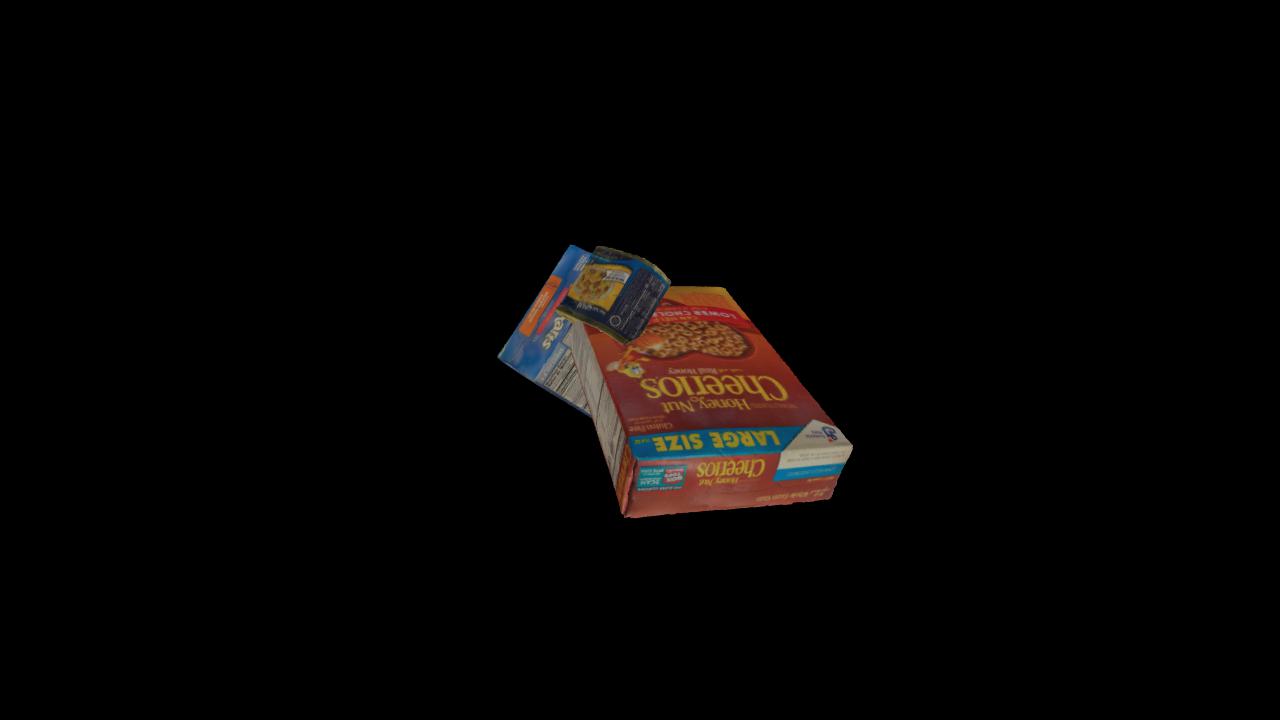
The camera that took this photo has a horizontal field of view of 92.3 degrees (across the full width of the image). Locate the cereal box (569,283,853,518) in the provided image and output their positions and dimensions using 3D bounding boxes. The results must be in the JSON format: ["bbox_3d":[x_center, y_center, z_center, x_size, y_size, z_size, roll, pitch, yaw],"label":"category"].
[{"bbox_3d":[0.048,0.021,0.635,0.203,0.081,0.306,0,33,-17],"label":"cereal box"}]

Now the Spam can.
[{"bbox_3d":[-0.028,-0.066,0.641,0.101,0.085,0.058,25,-7,46],"label":"Spam can"}]

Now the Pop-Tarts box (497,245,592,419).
[{"bbox_3d":[-0.068,-0.030,0.767,0.083,0.167,0.141,25,-10,39],"label":"Pop-Tarts box"}]
